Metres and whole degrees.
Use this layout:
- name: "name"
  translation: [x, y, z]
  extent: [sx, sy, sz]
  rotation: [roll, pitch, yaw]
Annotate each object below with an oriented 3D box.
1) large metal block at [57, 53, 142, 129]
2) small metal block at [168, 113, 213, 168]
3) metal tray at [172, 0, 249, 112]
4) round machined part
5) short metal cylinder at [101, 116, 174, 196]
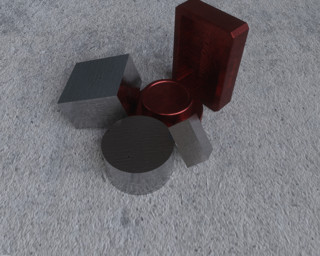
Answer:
- name: "large metal block"
  translation: [-0.076, -0.048, 0.412]
  extent: [0.080, 0.050, 0.080]
  rotation: [-6, 48, 17]
- name: "small metal block"
  translation: [0.038, 0.013, 0.364]
  extent: [0.025, 0.050, 0.050]
  rotation: [-25, 92, 19]
- name: "metal tray"
  translation: [0.060, -0.094, 0.414]
  extent: [0.030, 0.129, 0.090]
  rotation: [-37, 60, -27]
- name: "round machined part"
  translation: [0.009, -0.029, 0.420]
  extent: [0.099, 0.042, 0.098]
  rotation: [0, 50, 0]
- name: "short metal cylinder"
  translation: [-0.025, 0.032, 0.362]
  extent: [0.081, 0.050, 0.080]
  rotation: [0, 50, 0]
